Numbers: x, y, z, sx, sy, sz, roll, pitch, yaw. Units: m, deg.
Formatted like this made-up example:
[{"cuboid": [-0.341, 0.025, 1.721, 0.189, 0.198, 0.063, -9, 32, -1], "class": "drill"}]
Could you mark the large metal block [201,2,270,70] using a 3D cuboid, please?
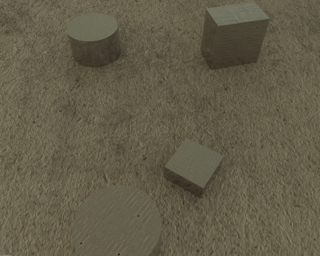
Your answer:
[{"cuboid": [0.115, -0.145, 0.490, 0.081, 0.080, 0.050, -11, 51, -10], "class": "large metal block"}]

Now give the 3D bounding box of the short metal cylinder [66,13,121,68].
[{"cuboid": [-0.107, -0.144, 0.508, 0.081, 0.050, 0.080, 0, 50, 0], "class": "short metal cylinder"}]

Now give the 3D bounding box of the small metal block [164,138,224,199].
[{"cuboid": [0.040, 0.046, 0.365, 0.050, 0.025, 0.050, 27, 55, 21], "class": "small metal block"}]

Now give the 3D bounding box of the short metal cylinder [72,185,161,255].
[{"cuboid": [-0.039, 0.103, 0.300, 0.081, 0.050, 0.080, 0, 50, 0], "class": "short metal cylinder"}]
